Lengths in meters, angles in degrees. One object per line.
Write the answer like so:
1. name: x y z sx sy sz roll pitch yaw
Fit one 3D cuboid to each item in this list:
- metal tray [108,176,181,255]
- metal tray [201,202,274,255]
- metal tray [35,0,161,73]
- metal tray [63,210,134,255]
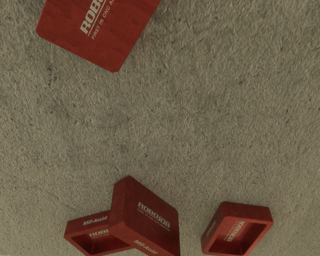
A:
1. metal tray: -0.020 0.145 0.487 0.030 0.090 0.130 -32 123 24
2. metal tray: 0.137 0.190 0.566 0.091 0.030 0.129 9 130 -8
3. metal tray: -0.052 -0.126 0.296 0.090 0.030 0.129 25 126 -20
4. metal tray: -0.095 0.193 0.566 0.130 0.030 0.090 -19 128 15
